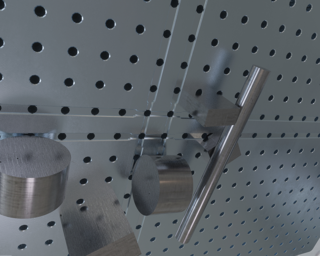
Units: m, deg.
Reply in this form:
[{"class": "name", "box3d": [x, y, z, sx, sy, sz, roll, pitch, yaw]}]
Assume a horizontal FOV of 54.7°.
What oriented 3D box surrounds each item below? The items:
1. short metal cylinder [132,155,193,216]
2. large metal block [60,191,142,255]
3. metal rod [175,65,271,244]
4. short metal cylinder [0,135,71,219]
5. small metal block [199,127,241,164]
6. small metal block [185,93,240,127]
[{"class": "short metal cylinder", "box3d": [0.001, 0.077, 0.424, 0.050, 0.080, 0.079, 4, 117, -30]}, {"class": "large metal block", "box3d": [-0.081, 0.145, 0.421, 0.081, 0.080, 0.050, -23, 127, -15]}, {"class": "metal rod", "box3d": [0.085, 0.052, 0.457, 0.025, 0.025, 0.298, 6, 116, -31]}, {"class": "short metal cylinder", "box3d": [-0.140, 0.049, 0.330, 0.081, 0.080, 0.050, 1, 118, -29]}, {"class": "small metal block", "box3d": [0.094, 0.033, 0.483, 0.050, 0.025, 0.050, -32, 129, -8]}, {"class": "small metal block", "box3d": [0.070, -0.025, 0.417, 0.050, 0.050, 0.025, -3, 120, -27]}]
